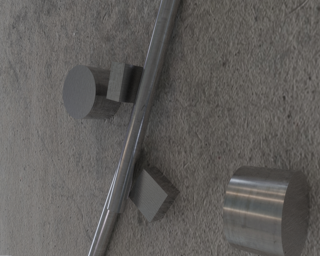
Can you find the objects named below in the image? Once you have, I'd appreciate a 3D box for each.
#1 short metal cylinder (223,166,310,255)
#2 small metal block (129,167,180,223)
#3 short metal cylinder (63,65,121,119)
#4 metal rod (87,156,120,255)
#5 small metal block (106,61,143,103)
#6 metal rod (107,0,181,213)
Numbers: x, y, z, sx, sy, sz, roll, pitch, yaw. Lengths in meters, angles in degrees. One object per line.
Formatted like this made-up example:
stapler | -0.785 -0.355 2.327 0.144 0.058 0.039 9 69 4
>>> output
short metal cylinder | 0.100 0.077 0.286 0.050 0.081 0.079 1 91 40
small metal block | -0.009 0.088 0.413 0.050 0.025 0.050 44 116 31
short metal cylinder | -0.104 -0.053 0.475 0.080 0.050 0.079 0 90 40
metal rod | -0.087 0.160 0.476 0.025 0.025 0.298 31 109 35
small metal block | -0.042 -0.061 0.424 0.025 0.050 0.050 18 101 39
metal rod | -0.021 -0.033 0.405 0.025 0.025 0.298 20 97 38
